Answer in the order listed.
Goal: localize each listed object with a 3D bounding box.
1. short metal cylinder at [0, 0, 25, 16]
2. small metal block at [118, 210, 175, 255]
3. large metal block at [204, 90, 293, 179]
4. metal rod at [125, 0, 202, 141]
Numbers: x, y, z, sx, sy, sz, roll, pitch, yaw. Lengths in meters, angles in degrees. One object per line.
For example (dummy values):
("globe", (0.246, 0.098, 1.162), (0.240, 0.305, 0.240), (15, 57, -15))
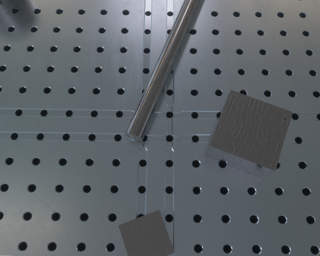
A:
("short metal cylinder", (-0.257, -0.222, 0.478), (0.081, 0.050, 0.080), (0, 70, 0))
("small metal block", (-0.016, 0.130, 0.364), (0.050, 0.025, 0.050), (-19, 71, -7))
("large metal block", (0.111, 0.009, 0.396), (0.080, 0.050, 0.080), (21, 71, 7))
("metal rod", (0.019, -0.119, 0.455), (0.025, 0.025, 0.300), (20, 71, 7))
